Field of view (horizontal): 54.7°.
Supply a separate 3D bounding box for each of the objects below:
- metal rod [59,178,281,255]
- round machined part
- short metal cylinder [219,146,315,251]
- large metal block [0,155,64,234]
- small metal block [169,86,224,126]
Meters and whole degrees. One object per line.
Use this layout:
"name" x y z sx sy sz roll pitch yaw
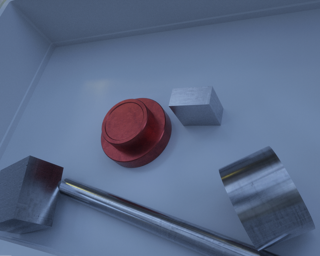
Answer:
"metal rod" -0.002 0.105 0.341 0.300 0.025 0.025 11 67 32
"round machined part" -0.038 0.000 0.413 0.098 0.042 0.098 -13 56 20
"short metal cylinder" 0.095 0.063 0.282 0.050 0.080 0.080 -27 53 11
"large metal block" -0.181 0.092 0.413 0.080 0.050 0.080 -23 52 35
"small metal block" 0.046 -0.026 0.381 0.050 0.050 0.025 -1 62 27
